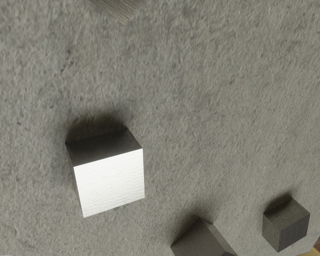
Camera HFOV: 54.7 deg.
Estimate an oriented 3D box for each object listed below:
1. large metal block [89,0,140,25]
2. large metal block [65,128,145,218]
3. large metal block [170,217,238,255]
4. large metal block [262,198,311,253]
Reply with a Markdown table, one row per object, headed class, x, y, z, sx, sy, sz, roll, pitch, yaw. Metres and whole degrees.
| class | x | y | z | sx | sy | sz | roll | pitch | yaw |
| --- | --- | --- | --- | --- | --- | --- | --- | --- | --- |
| large metal block | -0.049 | -0.152 | 0.271 | 0.080 | 0.050 | 0.080 | 27 | 104 | -38 |
| large metal block | -0.067 | 0.055 | 0.389 | 0.081 | 0.050 | 0.079 | -14 | 125 | -21 |
| large metal block | 0.078 | 0.223 | 0.554 | 0.080 | 0.080 | 0.050 | -48 | 129 | 5 |
| large metal block | 0.273 | 0.212 | 0.675 | 0.081 | 0.050 | 0.080 | -23 | 127 | -15 |
